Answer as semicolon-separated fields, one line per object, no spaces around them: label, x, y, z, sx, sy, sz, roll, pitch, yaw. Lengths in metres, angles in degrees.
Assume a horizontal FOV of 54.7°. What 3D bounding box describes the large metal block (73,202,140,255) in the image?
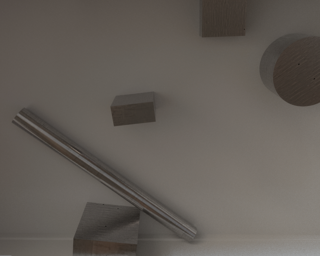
large metal block;-0.072;0.153;0.437;0.081;0.080;0.050;7;110;-3

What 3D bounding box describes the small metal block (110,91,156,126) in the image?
small metal block;-0.032;-0.025;0.388;0.050;0.050;0.025;-6;110;2

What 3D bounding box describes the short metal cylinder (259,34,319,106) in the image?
short metal cylinder;0.168;-0.071;0.374;0.081;0.050;0.079;0;110;-1

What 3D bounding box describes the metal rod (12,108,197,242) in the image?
metal rod;-0.068;0.073;0.437;0.301;0.025;0.025;38;106;-13

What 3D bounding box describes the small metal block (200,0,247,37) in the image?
small metal block;0.073;-0.134;0.363;0.050;0.025;0.050;-2;110;0
